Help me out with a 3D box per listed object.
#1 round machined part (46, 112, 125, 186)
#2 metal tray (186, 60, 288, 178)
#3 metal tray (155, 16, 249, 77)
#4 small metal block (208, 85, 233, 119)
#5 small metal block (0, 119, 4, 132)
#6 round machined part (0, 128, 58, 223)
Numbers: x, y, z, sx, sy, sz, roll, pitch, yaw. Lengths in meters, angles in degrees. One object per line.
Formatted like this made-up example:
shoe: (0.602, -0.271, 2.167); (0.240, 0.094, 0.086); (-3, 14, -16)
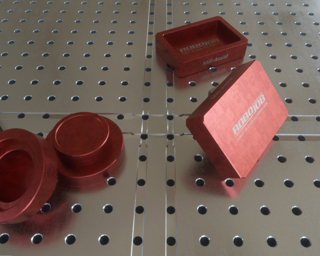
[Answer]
round machined part: (-0.094, 0.018, 0.380); (0.099, 0.042, 0.098); (0, 50, 0)
metal tray: (0.100, -0.013, 0.380); (0.131, 0.030, 0.090); (-45, 107, -31)
metal tray: (0.069, -0.140, 0.522); (0.131, 0.030, 0.090); (-21, 53, -17)
small metal block: (0.091, -0.037, 0.423); (0.050, 0.050, 0.025); (-31, 56, -23)
small metal block: (-0.238, -0.002, 0.408); (0.050, 0.025, 0.050); (-25, 55, -20)
round machined part: (-0.152, 0.053, 0.334); (0.098, 0.042, 0.098); (-6, 70, 18)
